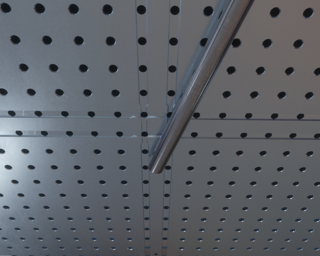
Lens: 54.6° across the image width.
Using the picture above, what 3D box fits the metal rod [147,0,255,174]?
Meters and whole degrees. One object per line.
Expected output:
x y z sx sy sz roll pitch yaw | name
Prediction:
0.043 -0.049 0.369 0.025 0.025 0.298 15 129 -13 | metal rod
